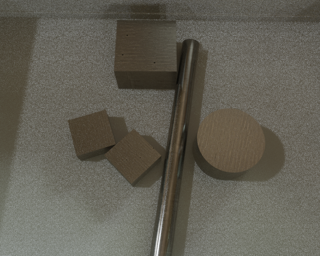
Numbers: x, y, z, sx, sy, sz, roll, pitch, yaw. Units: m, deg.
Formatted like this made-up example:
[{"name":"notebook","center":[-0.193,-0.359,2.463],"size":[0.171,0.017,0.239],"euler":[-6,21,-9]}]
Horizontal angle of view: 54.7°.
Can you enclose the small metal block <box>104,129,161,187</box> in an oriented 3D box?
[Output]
[{"name":"small metal block","center":[-0.034,0.038,0.395],"size":[0.050,0.025,0.050],"euler":[-42,76,-14]}]

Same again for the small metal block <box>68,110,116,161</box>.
[{"name":"small metal block","center":[-0.087,0.010,0.405],"size":[0.050,0.025,0.050],"euler":[-17,71,-7]}]

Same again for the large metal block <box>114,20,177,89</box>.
[{"name":"large metal block","center":[-0.019,-0.102,0.433],"size":[0.081,0.050,0.080],"euler":[0,70,0]}]

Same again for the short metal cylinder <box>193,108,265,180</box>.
[{"name":"short metal cylinder","center":[0.084,0.022,0.390],"size":[0.081,0.050,0.080],"euler":[0,70,0]}]

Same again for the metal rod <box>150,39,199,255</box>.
[{"name":"metal rod","center":[0.023,0.015,0.404],"size":[0.025,0.025,0.299],"euler":[8,70,3]}]
